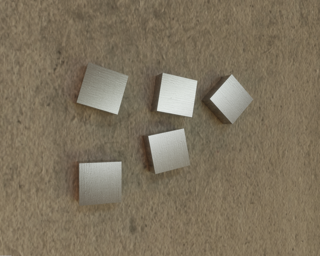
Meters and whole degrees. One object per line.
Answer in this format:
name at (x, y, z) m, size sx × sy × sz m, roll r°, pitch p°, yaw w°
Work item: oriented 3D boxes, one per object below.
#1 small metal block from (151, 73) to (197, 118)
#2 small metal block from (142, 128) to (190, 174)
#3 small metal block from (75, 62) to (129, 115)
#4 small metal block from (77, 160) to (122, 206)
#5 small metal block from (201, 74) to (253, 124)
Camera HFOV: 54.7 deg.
small metal block at (0.019, -0.043, 0.417) m, size 0.050 × 0.025 × 0.050 m, roll 10°, pitch 87°, yaw -20°
small metal block at (0.009, 0.030, 0.413) m, size 0.050 × 0.025 × 0.050 m, roll -12°, pitch 94°, yaw -20°
small metal block at (-0.072, -0.047, 0.383) m, size 0.050 × 0.025 × 0.050 m, roll 17°, pitch 84°, yaw -20°
small metal block at (-0.075, 0.066, 0.382) m, size 0.050 × 0.025 × 0.050 m, roll 0°, pitch 90°, yaw -21°
small metal block at (0.097, -0.041, 0.446) m, size 0.050 × 0.025 × 0.050 m, roll 46°, pitch 76°, yaw -15°
